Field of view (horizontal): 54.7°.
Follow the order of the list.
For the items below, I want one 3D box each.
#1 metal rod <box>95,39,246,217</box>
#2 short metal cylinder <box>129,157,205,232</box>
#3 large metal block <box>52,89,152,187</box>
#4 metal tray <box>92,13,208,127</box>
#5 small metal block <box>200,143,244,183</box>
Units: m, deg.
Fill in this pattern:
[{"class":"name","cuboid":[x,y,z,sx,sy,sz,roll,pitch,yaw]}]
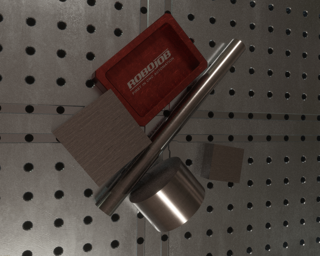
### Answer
[{"class":"metal rod","cuboid":[0.022,-0.010,0.421,0.025,0.025,0.300,43,76,-15]},{"class":"short metal cylinder","cuboid":[0.009,0.081,0.388,0.080,0.080,0.050,-42,104,-15]},{"class":"large metal block","cuboid":[-0.071,0.011,0.374,0.080,0.050,0.080,-40,103,-16]},{"class":"metal tray","cuboid":[-0.011,-0.075,0.406,0.130,0.030,0.090,-44,104,-15]},{"class":"small metal block","cuboid":[0.090,0.050,0.448,0.050,0.025,0.050,10,87,-20]}]
